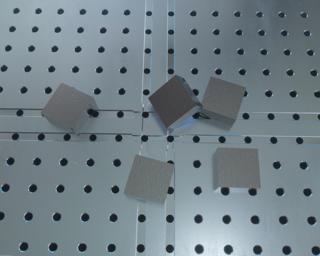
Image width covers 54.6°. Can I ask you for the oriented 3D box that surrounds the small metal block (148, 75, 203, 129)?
[{"bbox_3d":[0.020,-0.034,0.412,0.050,0.025,0.050,-38,71,22],"label":"small metal block"}]

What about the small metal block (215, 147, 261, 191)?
[{"bbox_3d":[0.097,0.053,0.393,0.050,0.025,0.050,2,70,1],"label":"small metal block"}]

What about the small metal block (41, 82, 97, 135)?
[{"bbox_3d":[-0.122,-0.026,0.421,0.050,0.025,0.050,25,72,9],"label":"small metal block"}]

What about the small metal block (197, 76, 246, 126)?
[{"bbox_3d":[0.085,-0.037,0.426,0.050,0.025,0.050,19,71,7],"label":"small metal block"}]

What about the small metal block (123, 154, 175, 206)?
[{"bbox_3d":[-0.013,0.066,0.388,0.050,0.025,0.050,15,71,5],"label":"small metal block"}]
